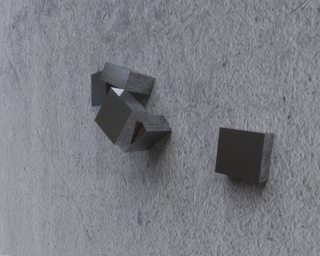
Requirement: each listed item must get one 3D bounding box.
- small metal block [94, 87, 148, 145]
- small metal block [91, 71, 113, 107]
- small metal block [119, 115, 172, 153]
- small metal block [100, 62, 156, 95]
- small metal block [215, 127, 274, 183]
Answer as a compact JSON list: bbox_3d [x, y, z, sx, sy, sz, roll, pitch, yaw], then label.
[{"bbox_3d":[-0.049,-0.014,0.380,0.050,0.025,0.050,46,116,33],"label":"small metal block"},{"bbox_3d":[-0.081,-0.058,0.465,0.050,0.025,0.050,-2,89,53],"label":"small metal block"},{"bbox_3d":[-0.021,0.007,0.406,0.050,0.050,0.025,-41,66,32],"label":"small metal block"},{"bbox_3d":[-0.044,-0.068,0.424,0.050,0.050,0.025,27,104,36],"label":"small metal block"},{"bbox_3d":[0.090,0.027,0.331,0.050,0.025,0.050,9,96,39],"label":"small metal block"}]
